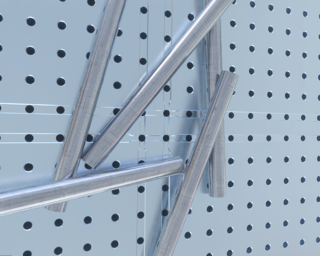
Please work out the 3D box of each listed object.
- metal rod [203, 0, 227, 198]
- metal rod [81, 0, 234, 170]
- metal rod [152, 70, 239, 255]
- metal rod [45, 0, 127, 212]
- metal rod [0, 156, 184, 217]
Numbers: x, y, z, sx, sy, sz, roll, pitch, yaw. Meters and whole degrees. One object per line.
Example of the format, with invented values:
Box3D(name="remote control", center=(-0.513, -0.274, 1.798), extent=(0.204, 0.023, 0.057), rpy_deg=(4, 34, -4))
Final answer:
Box3D(name="metal rod", center=(0.078, -0.052, 0.442), extent=(0.025, 0.025, 0.298), rpy_deg=(-2, 91, -20))
Box3D(name="metal rod", center=(0.005, -0.072, 0.400), extent=(0.025, 0.025, 0.300), rpy_deg=(41, 83, -16))
Box3D(name="metal rod", center=(0.042, 0.067, 0.414), extent=(0.025, 0.025, 0.299), rpy_deg=(21, 89, -19))
Box3D(name="metal rod", center=(-0.086, -0.047, 0.381), extent=(0.025, 0.025, 0.299), rpy_deg=(17, 84, -20))
Box3D(name="metal rod", center=(-0.103, 0.069, 0.348), extent=(0.303, 0.025, 0.025), rpy_deg=(-8, 93, -30))
